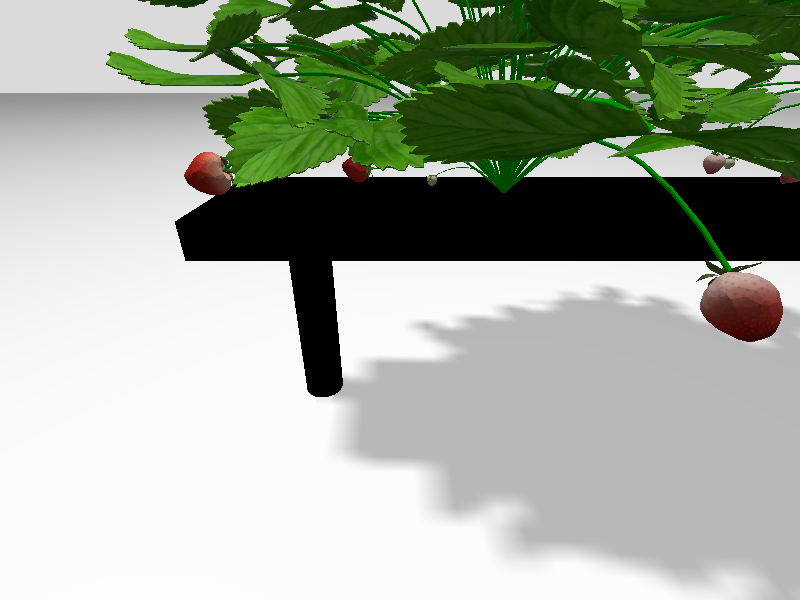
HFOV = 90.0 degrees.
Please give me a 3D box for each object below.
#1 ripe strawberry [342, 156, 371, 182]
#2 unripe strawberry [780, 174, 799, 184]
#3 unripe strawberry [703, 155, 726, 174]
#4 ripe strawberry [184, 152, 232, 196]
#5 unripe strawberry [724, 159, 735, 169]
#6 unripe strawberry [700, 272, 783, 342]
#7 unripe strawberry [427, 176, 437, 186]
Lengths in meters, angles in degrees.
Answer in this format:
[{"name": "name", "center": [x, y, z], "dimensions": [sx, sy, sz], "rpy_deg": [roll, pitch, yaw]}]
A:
[{"name": "ripe strawberry", "center": [-0.042, -0.126, 0.382], "dimensions": [0.027, 0.026, 0.025], "rpy_deg": [9, 30, 17]}, {"name": "unripe strawberry", "center": [0.368, -0.118, 0.376], "dimensions": [0.019, 0.019, 0.018], "rpy_deg": [-39, 14, 28]}, {"name": "unripe strawberry", "center": [0.328, -0.141, 0.418], "dimensions": [0.019, 0.020, 0.018], "rpy_deg": [11, 31, 19]}, {"name": "ripe strawberry", "center": [-0.161, -0.104, 0.335], "dimensions": [0.036, 0.035, 0.034], "rpy_deg": [-12, 29, 5]}, {"name": "unripe strawberry", "center": [0.360, -0.149, 0.438], "dimensions": [0.010, 0.011, 0.011], "rpy_deg": [16, 33, 26]}, {"name": "unripe strawberry", "center": [0.129, 0.003, 0.150], "dimensions": [0.026, 0.026, 0.023], "rpy_deg": [-5, -20, -9]}, {"name": "unripe strawberry", "center": [0.030, -0.112, 0.377], "dimensions": [0.010, 0.010, 0.009], "rpy_deg": [16, 33, 26]}]
